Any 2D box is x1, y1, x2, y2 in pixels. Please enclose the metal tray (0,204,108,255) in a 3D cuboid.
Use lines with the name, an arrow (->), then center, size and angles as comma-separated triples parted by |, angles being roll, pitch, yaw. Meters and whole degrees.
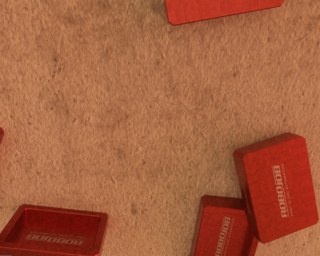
metal tray -> -0.144, 0.150, 0.428 | 0.131, 0.090, 0.030 | 7, 110, -3

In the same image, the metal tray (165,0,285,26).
metal tray -> 0.067, -0.171, 0.345 | 0.131, 0.030, 0.089 | -10, 110, 3

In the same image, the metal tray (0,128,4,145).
metal tray -> -0.278, 0.045, 0.419 | 0.090, 0.030, 0.129 | 23, 108, -9

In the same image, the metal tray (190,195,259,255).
metal tray -> 0.099, 0.169, 0.470 | 0.091, 0.030, 0.129 | 6, 110, -3

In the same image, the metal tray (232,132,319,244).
metal tray -> 0.158, 0.081, 0.420 | 0.091, 0.030, 0.129 | -17, 102, -9
